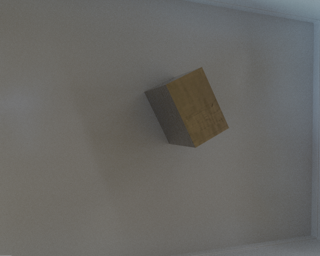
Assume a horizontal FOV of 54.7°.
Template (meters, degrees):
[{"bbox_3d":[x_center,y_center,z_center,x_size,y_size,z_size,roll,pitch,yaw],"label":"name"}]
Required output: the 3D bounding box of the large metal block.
[{"bbox_3d":[0.031,-0.024,0.394,0.050,0.080,0.080,-29,100,-18],"label":"large metal block"}]
